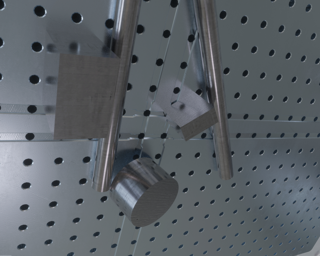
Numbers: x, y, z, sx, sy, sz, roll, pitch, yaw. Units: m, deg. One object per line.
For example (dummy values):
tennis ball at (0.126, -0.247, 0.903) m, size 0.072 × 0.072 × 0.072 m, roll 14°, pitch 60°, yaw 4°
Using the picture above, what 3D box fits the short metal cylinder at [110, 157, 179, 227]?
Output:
short metal cylinder at (-0.021, 0.087, 0.425) m, size 0.081 × 0.050 × 0.079 m, roll -27°, pitch 136°, yaw -29°

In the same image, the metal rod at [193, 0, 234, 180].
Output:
metal rod at (0.079, -0.037, 0.431) m, size 0.025 × 0.025 × 0.298 m, roll -25°, pitch 128°, yaw -13°

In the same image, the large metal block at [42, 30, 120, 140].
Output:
large metal block at (-0.082, -0.044, 0.304) m, size 0.050 × 0.080 × 0.079 m, roll -1°, pitch 119°, yaw -28°

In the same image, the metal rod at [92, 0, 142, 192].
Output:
metal rod at (-0.049, -0.053, 0.352) m, size 0.025 × 0.025 × 0.298 m, roll -2°, pitch 119°, yaw -28°

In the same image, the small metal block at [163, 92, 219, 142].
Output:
small metal block at (0.040, -0.016, 0.407) m, size 0.050 × 0.050 × 0.025 m, roll -31°, pitch 129°, yaw -9°
